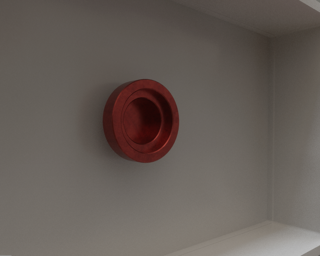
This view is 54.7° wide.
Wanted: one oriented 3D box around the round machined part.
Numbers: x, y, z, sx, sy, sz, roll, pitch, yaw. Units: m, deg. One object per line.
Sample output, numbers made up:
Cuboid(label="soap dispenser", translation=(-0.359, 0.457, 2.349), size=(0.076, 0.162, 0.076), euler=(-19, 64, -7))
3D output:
Cuboid(label="round machined part", translation=(-0.026, -0.008, 0.375), size=(0.099, 0.042, 0.097), euler=(0, 90, -40))
